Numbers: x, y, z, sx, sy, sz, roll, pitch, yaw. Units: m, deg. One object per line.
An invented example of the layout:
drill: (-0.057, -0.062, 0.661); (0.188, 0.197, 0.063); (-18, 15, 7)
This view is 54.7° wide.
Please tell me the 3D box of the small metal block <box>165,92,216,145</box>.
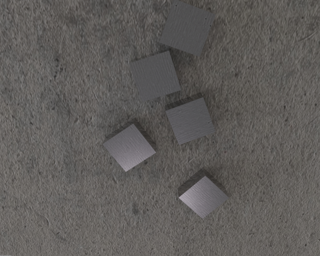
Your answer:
small metal block: (0.039, -0.012, 0.405); (0.050, 0.025, 0.050); (-20, 109, 7)

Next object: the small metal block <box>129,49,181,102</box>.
small metal block: (-0.006, -0.066, 0.385); (0.050, 0.025, 0.050); (-17, 109, 6)

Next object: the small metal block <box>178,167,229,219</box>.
small metal block: (0.062, 0.093, 0.445); (0.050, 0.025, 0.050); (-43, 105, 14)

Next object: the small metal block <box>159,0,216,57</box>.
small metal block: (0.031, -0.118, 0.366); (0.050, 0.025, 0.050); (18, 109, -7)

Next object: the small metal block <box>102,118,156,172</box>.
small metal block: (-0.040, 0.022, 0.418); (0.050, 0.025, 0.050); (-34, 107, 11)
